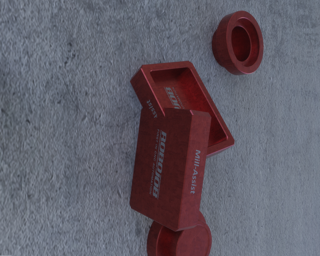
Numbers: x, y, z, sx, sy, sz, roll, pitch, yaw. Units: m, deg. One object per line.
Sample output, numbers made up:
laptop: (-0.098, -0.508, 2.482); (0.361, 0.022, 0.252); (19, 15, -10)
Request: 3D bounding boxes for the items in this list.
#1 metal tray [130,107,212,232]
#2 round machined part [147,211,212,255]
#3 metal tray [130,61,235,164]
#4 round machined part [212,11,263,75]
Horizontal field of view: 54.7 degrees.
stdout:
metal tray: (0.009, 0.042, 0.363); (0.030, 0.090, 0.129); (6, 92, -41)
round machined part: (0.033, 0.156, 0.424); (0.099, 0.042, 0.097); (0, 90, -40)
metal tray: (0.029, -0.021, 0.391); (0.091, 0.030, 0.130); (-15, 73, -40)
round machined part: (0.121, -0.133, 0.498); (0.099, 0.042, 0.097); (0, 90, -40)
